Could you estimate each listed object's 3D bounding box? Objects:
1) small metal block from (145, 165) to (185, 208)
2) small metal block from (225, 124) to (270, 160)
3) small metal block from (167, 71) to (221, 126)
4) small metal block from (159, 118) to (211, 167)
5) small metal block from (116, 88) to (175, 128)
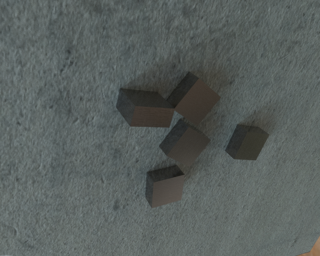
[{"bbox_3d":[0.007,0.088,0.467,0.050,0.025,0.050,-10,123,-24],"label":"small metal block"},{"bbox_3d":[0.141,0.024,0.501,0.050,0.025,0.050,6,115,-32],"label":"small metal block"},{"bbox_3d":[0.044,-0.038,0.409,0.050,0.025,0.050,32,100,-39],"label":"small metal block"},{"bbox_3d":[0.036,0.022,0.442,0.050,0.025,0.050,29,102,-38],"label":"small metal block"},{"bbox_3d":[-0.018,-0.024,0.367,0.050,0.050,0.025,2,118,-30],"label":"small metal block"}]
